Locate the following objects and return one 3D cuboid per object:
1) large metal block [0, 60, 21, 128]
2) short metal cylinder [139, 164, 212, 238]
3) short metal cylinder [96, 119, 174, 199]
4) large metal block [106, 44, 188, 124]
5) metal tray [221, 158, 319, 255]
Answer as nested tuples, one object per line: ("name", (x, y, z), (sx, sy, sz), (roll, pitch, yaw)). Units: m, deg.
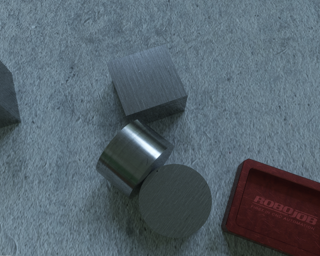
("large metal block", (-0.226, -0.050, 0.395), (0.050, 0.080, 0.080), (-17, 71, -6))
("short metal cylinder", (0.017, 0.087, 0.363), (0.081, 0.050, 0.080), (0, 70, 0))
("short metal cylinder", (-0.028, 0.036, 0.365), (0.050, 0.080, 0.080), (38, 74, 12))
("large metal block", (-0.017, -0.054, 0.415), (0.080, 0.050, 0.080), (-19, 71, -7))
("metal tray", (0.149, 0.101, 0.369), (0.131, 0.030, 0.090), (19, 71, 6))
